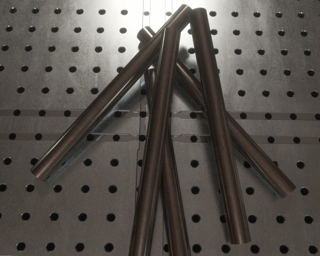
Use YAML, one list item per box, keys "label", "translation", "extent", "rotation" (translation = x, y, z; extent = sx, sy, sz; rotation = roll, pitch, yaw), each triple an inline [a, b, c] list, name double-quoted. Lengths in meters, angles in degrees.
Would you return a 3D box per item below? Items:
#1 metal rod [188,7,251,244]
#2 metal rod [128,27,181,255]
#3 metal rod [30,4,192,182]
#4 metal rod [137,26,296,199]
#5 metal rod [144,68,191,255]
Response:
- label: "metal rod"
  translation: [0.073, -0.011, 0.392]
  extent: [0.025, 0.025, 0.298]
  rotation: [-8, 79, -3]
- label: "metal rod"
  translation: [-0.006, 0.020, 0.378]
  extent: [0.025, 0.025, 0.299]
  rotation: [8, 80, 2]
- label: "metal rod"
  translation: [-0.056, -0.053, 0.413]
  extent: [0.025, 0.025, 0.300]
  rotation: [38, 80, 12]
- label: "metal rod"
  translation: [0.067, -0.031, 0.423]
  extent: [0.025, 0.025, 0.300]
  rotation: [-36, 74, -12]
- label: "metal rod"
  translation: [0.010, 0.061, 0.389]
  extent: [0.025, 0.025, 0.299]
  rotation: [-7, 70, -3]
